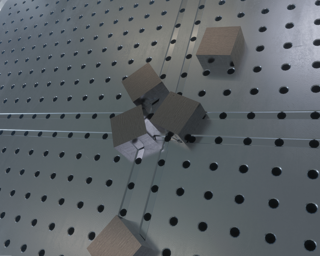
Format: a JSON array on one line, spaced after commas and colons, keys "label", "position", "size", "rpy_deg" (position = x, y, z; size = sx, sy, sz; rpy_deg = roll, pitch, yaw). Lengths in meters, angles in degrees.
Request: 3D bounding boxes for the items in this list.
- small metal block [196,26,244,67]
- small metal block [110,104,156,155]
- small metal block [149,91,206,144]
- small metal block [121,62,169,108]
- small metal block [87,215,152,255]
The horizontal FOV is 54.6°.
[{"label": "small metal block", "position": [0.085, -0.114, 0.435], "size": [0.050, 0.025, 0.050], "rpy_deg": [9, 66, 32]}, {"label": "small metal block", "position": [-0.038, 0.003, 0.428], "size": [0.050, 0.025, 0.050], "rpy_deg": [-23, 53, 14]}, {"label": "small metal block", "position": [0.023, -0.015, 0.406], "size": [0.050, 0.025, 0.050], "rpy_deg": [27, 76, 37]}, {"label": "small metal block", "position": [-0.022, -0.062, 0.459], "size": [0.050, 0.025, 0.050], "rpy_deg": [-35, 51, 5]}, {"label": "small metal block", "position": [-0.046, 0.136, 0.350], "size": [0.050, 0.025, 0.050], "rpy_deg": [-48, 51, -6]}]
